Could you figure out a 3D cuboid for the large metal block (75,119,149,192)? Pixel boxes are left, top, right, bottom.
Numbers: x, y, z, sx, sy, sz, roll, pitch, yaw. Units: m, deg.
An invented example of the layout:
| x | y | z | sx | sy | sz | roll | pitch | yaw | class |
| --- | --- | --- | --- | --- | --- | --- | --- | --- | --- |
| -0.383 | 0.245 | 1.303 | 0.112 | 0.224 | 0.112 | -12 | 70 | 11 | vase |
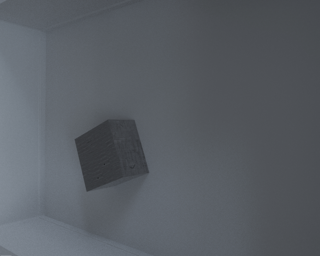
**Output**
| x | y | z | sx | sy | sz | roll | pitch | yaw | class |
| --- | --- | --- | --- | --- | --- | --- | --- | --- | --- |
| -0.071 | 0.040 | 0.447 | 0.080 | 0.050 | 0.080 | -26 | 74 | 36 | large metal block |
